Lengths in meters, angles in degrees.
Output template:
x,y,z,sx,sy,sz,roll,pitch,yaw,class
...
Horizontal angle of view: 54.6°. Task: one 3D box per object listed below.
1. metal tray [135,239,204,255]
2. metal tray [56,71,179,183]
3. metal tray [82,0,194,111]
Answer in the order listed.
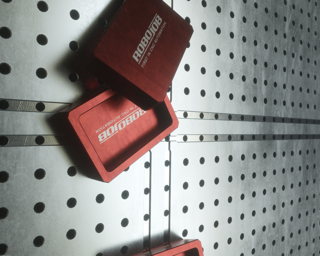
x,y,z,sx,sy,sz,roll,pitch,yaw,class
0.006,0.202,0.394,0.131,0.030,0.090,-1,74,-40,metal tray
-0.043,-0.009,0.368,0.131,0.030,0.090,-38,113,-33,metal tray
-0.019,-0.096,0.361,0.090,0.030,0.130,35,58,-20,metal tray
